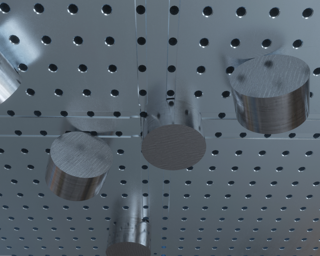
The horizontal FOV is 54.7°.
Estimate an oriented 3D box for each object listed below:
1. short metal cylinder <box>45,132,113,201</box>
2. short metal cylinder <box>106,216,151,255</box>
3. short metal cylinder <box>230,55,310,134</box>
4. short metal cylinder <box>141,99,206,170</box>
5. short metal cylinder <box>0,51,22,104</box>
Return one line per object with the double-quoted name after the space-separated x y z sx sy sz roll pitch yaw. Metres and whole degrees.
-0.109 0.051 0.417 0.081 0.080 0.050 16 128 -13 "short metal cylinder"
-0.056 0.208 0.572 0.081 0.050 0.079 0 130 0 "short metal cylinder"
0.122 -0.039 0.344 0.080 0.080 0.050 -13 129 10 "short metal cylinder"
0.017 0.010 0.404 0.081 0.050 0.079 0 130 0 "short metal cylinder"
-0.198 -0.052 0.329 0.080 0.080 0.050 -18 128 14 "short metal cylinder"
